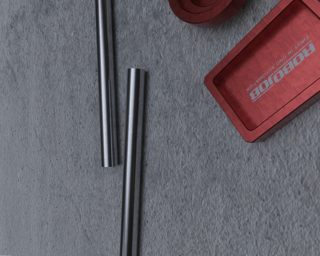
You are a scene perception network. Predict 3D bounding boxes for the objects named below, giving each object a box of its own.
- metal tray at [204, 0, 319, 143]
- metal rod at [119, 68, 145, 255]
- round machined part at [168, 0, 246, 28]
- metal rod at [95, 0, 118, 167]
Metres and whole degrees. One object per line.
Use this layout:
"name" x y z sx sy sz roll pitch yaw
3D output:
"metal tray" 0.116 -0.057 0.304 0.129 0.030 0.090 -45 64 30
"metal rod" -0.040 0.068 0.435 0.025 0.025 0.298 4 93 39
"round machined part" 0.059 -0.160 0.344 0.098 0.042 0.097 0 90 39
"metal rod" -0.082 -0.092 0.470 0.025 0.025 0.298 -4 87 39
